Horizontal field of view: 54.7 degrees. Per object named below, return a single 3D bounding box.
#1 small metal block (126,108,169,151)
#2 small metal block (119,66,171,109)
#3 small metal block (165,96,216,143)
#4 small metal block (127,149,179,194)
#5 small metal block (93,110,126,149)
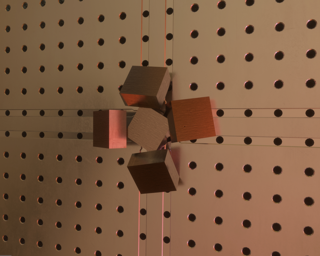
[{"bbox_3d":[-0.012,0.001,0.415,0.050,0.025,0.050,33,100,16],"label":"small metal block"},{"bbox_3d":[-0.018,-0.054,0.405,0.050,0.025,0.050,7,56,20],"label":"small metal block"},{"bbox_3d":[0.038,-0.010,0.386,0.050,0.025,0.050,-8,86,-16],"label":"small metal block"},{"bbox_3d":[-0.008,0.057,0.401,0.050,0.025,0.050,-10,123,19],"label":"small metal block"},{"bbox_3d":[-0.069,0.001,0.423,0.050,0.025,0.050,0,90,54],"label":"small metal block"}]
